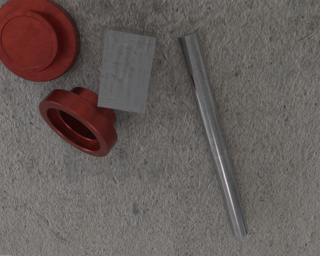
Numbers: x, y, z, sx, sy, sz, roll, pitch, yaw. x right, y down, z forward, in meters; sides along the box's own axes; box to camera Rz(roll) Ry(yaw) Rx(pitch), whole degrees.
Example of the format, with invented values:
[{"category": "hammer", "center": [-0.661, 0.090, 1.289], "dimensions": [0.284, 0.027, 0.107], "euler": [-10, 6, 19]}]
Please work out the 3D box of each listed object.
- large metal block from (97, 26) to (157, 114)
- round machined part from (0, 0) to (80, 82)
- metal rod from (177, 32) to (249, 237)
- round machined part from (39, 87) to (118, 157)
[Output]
[{"category": "large metal block", "center": [-0.035, -0.070, 0.354], "dimensions": [0.050, 0.080, 0.079], "euler": [9, 110, -3]}, {"category": "round machined part", "center": [-0.147, -0.102, 0.362], "dimensions": [0.099, 0.042, 0.097], "euler": [0, 110, 0]}, {"category": "metal rod", "center": [0.077, 0.022, 0.418], "dimensions": [0.025, 0.025, 0.298], "euler": [-16, 110, 6]}, {"category": "round machined part", "center": [-0.093, -0.011, 0.377], "dimensions": [0.098, 0.042, 0.098], "euler": [24, 149, 16]}]
